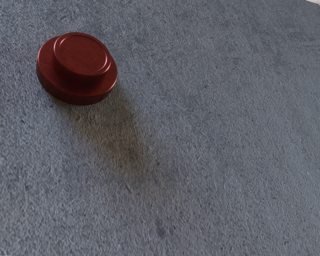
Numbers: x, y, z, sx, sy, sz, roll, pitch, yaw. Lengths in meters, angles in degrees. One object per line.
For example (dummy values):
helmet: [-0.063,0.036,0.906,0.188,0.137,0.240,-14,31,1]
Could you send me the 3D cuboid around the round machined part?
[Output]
round machined part: [-0.100,-0.080,0.388,0.099,0.042,0.098,14,56,-21]
